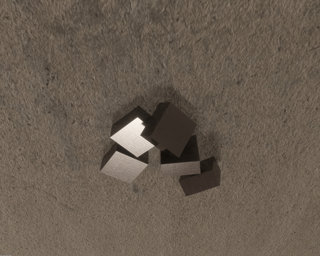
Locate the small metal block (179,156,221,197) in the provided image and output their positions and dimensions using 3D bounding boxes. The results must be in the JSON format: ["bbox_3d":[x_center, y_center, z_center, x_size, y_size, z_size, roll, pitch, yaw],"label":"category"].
[{"bbox_3d":[0.059,0.069,0.447,0.050,0.050,0.025,-22,100,17],"label":"small metal block"}]

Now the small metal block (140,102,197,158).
[{"bbox_3d":[0.012,0.002,0.391,0.050,0.050,0.025,38,163,-28],"label":"small metal block"}]

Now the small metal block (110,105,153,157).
[{"bbox_3d":[-0.029,0.006,0.412,0.050,0.025,0.050,-35,123,25],"label":"small metal block"}]

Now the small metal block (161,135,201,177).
[{"bbox_3d":[0.027,0.038,0.423,0.050,0.050,0.025,-6,130,4],"label":"small metal block"}]

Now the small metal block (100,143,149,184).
[{"bbox_3d":[-0.051,0.049,0.448,0.050,0.025,0.050,26,125,-21],"label":"small metal block"}]
